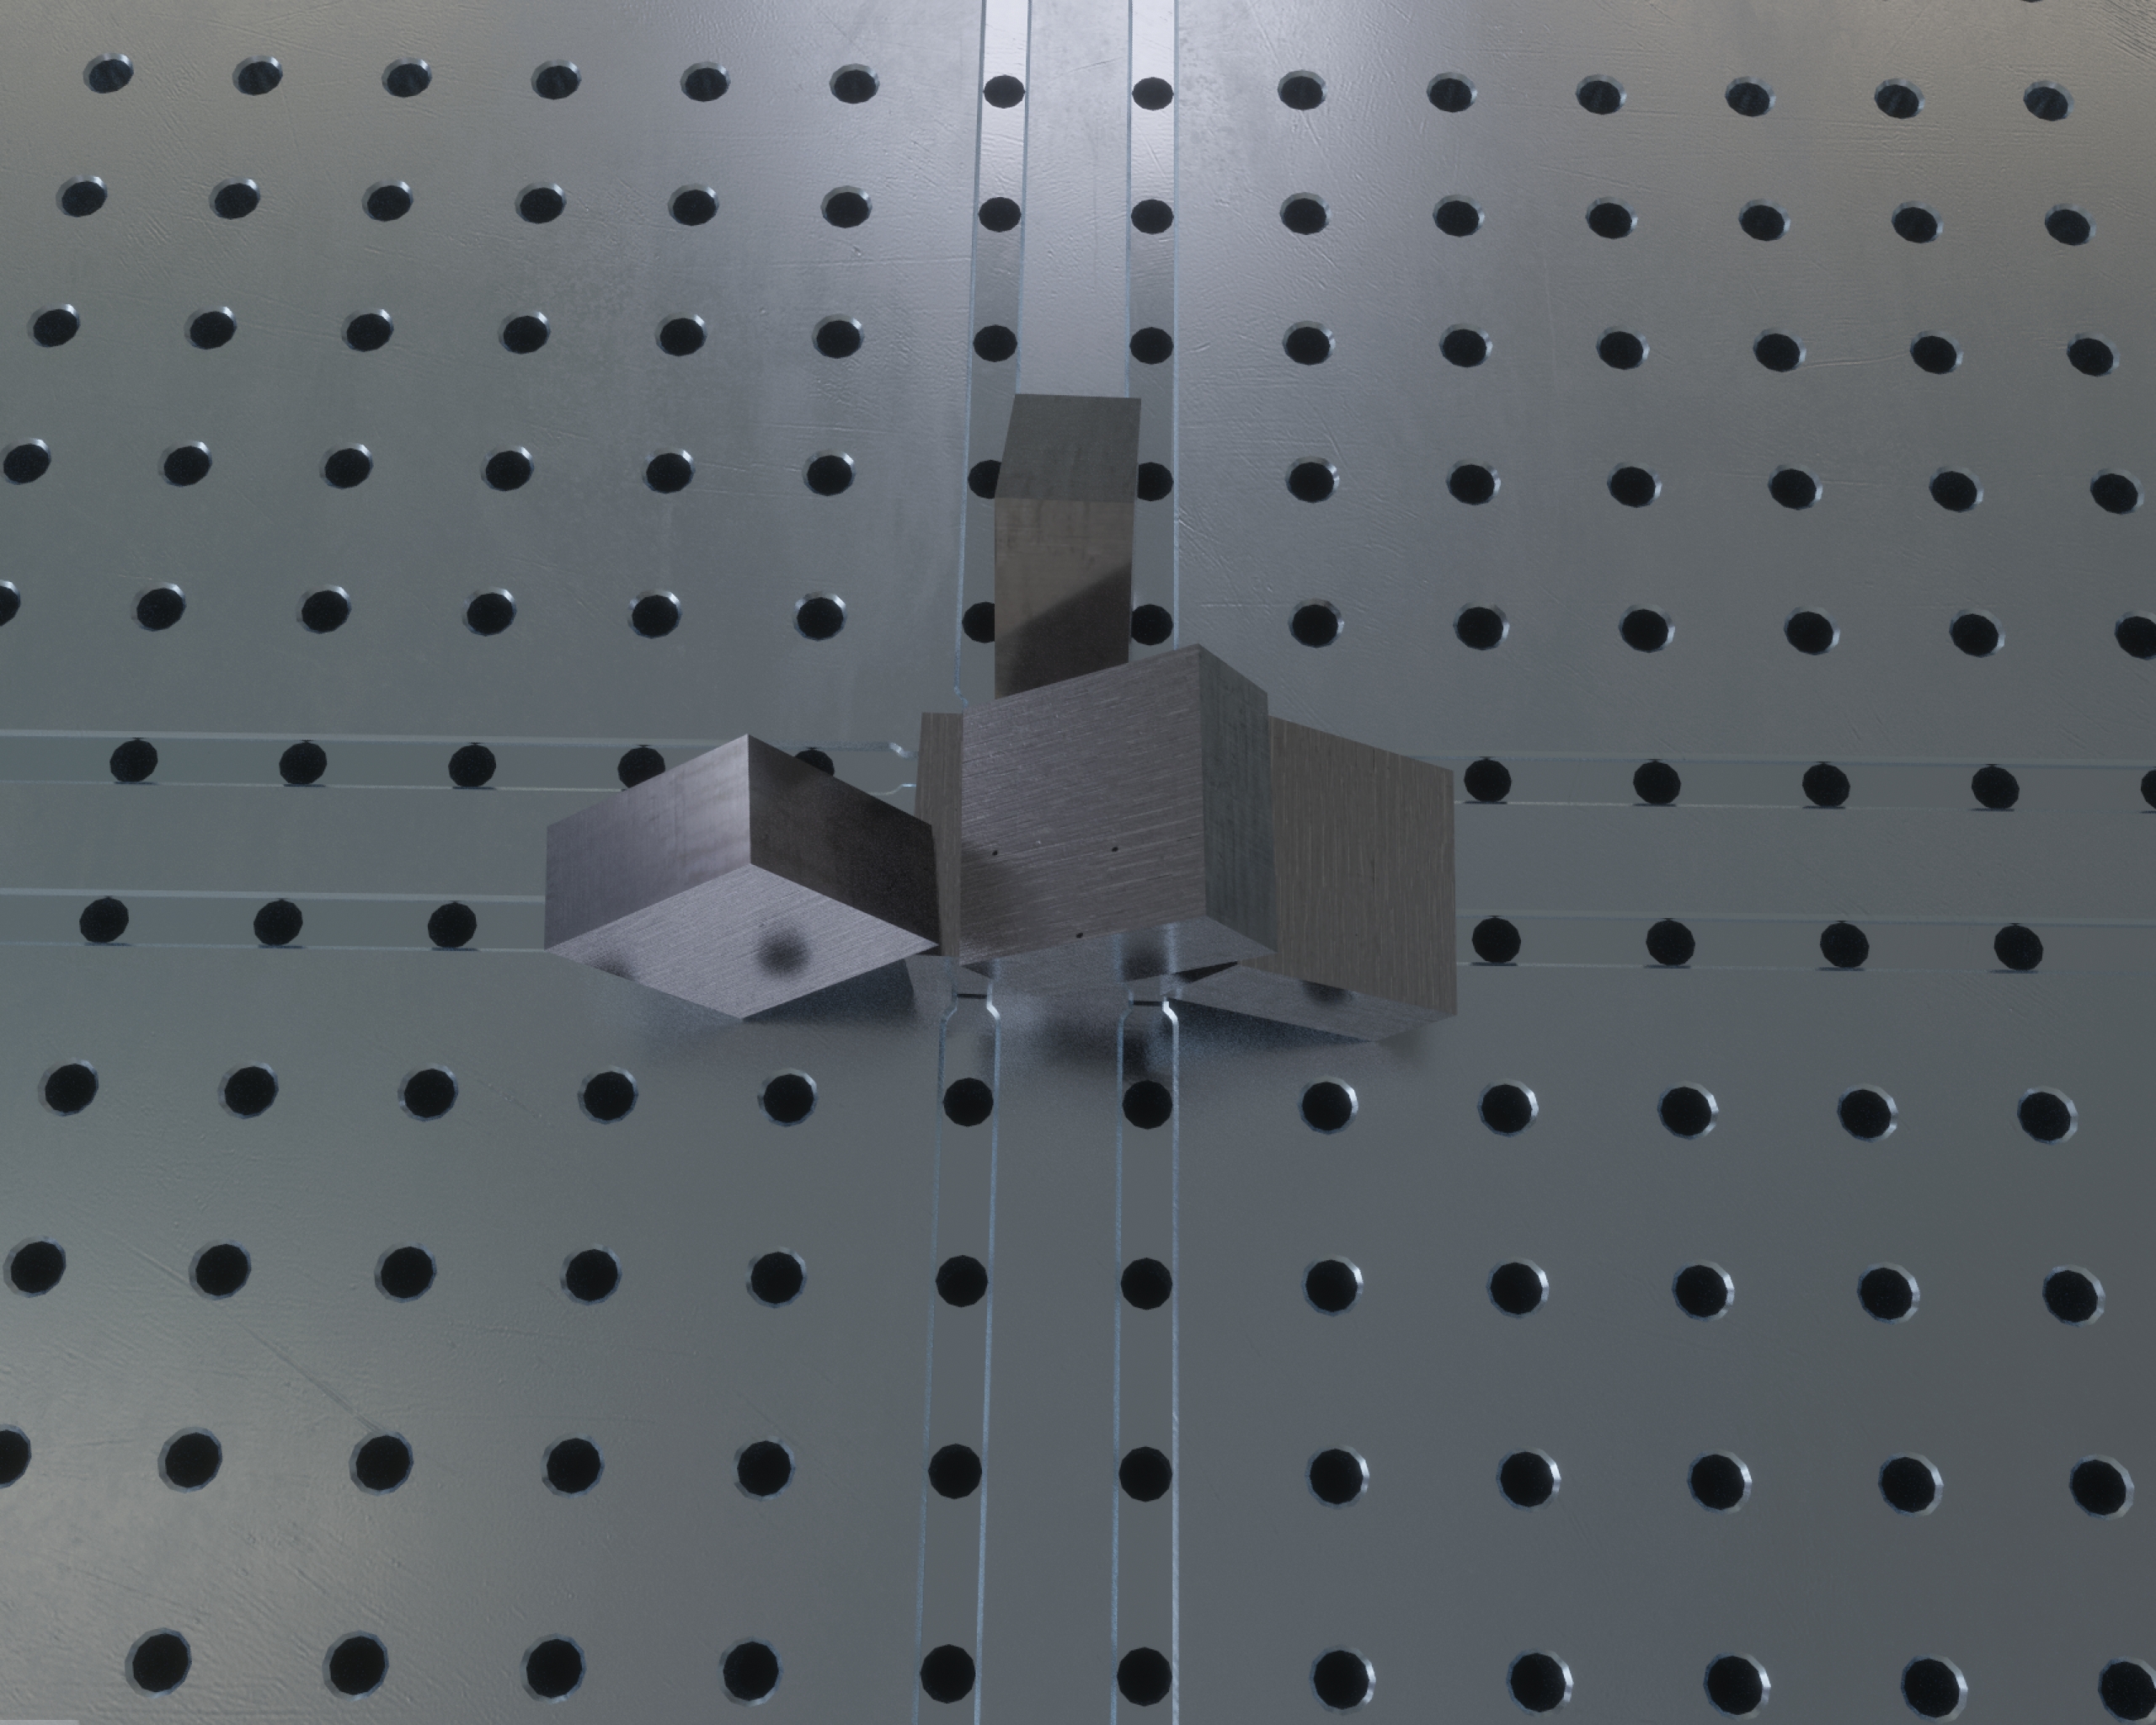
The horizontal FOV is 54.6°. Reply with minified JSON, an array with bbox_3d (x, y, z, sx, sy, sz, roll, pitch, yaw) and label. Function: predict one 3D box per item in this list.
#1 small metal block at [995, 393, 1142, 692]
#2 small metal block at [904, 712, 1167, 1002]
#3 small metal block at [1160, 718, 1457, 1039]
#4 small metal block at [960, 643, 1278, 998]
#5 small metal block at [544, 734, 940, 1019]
[{"bbox_3d":[-0.002,-0.058,0.409,0.025,0.050,0.050,3,34,2],"label":"small metal block"},{"bbox_3d":[-0.006,-0.001,0.412,0.050,0.025,0.050,2,70,1],"label":"small metal block"},{"bbox_3d":[0.045,0.003,0.399,0.050,0.025,0.050,14,67,-28],"label":"small metal block"},{"bbox_3d":[0.007,-0.006,0.375,0.050,0.025,0.050,-13,66,30],"label":"small metal block"},{"bbox_3d":[-0.062,0.004,0.386,0.050,0.050,0.025,-21,61,29],"label":"small metal block"}]
